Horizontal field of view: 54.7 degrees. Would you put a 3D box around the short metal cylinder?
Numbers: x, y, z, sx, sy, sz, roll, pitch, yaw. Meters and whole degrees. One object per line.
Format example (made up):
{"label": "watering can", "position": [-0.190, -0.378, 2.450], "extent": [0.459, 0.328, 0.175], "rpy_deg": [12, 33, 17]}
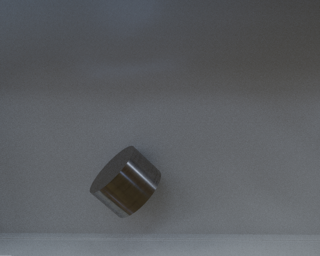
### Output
{"label": "short metal cylinder", "position": [-0.045, 0.070, 0.407], "extent": [0.080, 0.080, 0.050], "rpy_deg": [-41, 106, 13]}
